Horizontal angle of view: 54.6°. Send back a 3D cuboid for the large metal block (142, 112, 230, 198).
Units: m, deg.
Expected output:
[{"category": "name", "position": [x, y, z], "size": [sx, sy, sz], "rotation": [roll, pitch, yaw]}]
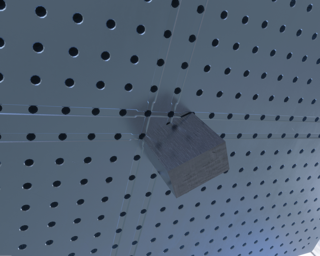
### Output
[{"category": "large metal block", "position": [0.033, 0.033, 0.414], "size": [0.080, 0.080, 0.050], "rotation": [-26, 128, -12]}]
